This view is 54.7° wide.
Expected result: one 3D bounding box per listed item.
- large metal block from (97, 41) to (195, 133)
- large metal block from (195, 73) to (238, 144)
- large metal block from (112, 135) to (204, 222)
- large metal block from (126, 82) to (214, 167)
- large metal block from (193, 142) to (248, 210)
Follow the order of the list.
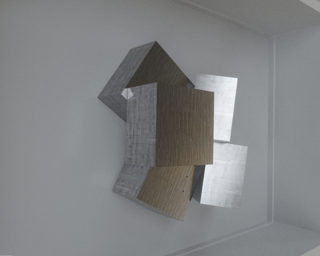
[{"bbox_3d":[-0.014,-0.045,0.379,0.080,0.050,0.080,44,64,-32],"label":"large metal block"},{"bbox_3d":[0.068,-0.021,0.420,0.080,0.050,0.080,63,36,-81],"label":"large metal block"},{"bbox_3d":[0.000,0.061,0.387,0.080,0.050,0.080,37,67,-34],"label":"large metal block"},{"bbox_3d":[0.012,-0.001,0.333,0.081,0.050,0.080,3,87,-39],"label":"large metal block"},{"bbox_3d":[0.080,0.064,0.430,0.050,0.080,0.080,9,82,0],"label":"large metal block"}]
